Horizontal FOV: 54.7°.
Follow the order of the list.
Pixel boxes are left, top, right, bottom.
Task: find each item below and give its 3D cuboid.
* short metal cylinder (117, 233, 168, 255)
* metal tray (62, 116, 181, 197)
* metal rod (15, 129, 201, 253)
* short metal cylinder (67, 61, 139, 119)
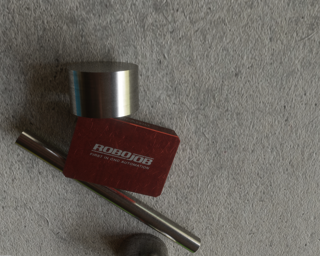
[{"bbox_3d":[-0.027,0.210,0.474,0.081,0.050,0.079,0,110,0],"label":"short metal cylinder"},{"bbox_3d":[-0.050,0.032,0.405,0.131,0.030,0.089,16,103,-14],"label":"metal tray"},{"bbox_3d":[-0.065,0.096,0.444,0.301,0.025,0.025,35,106,-12],"label":"metal rod"},{"bbox_3d":[-0.065,-0.047,0.362,0.081,0.080,0.050,1,110,-1],"label":"short metal cylinder"}]
